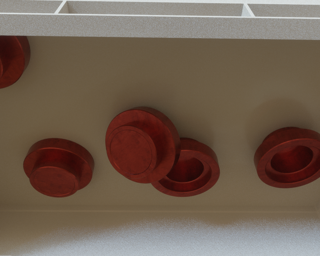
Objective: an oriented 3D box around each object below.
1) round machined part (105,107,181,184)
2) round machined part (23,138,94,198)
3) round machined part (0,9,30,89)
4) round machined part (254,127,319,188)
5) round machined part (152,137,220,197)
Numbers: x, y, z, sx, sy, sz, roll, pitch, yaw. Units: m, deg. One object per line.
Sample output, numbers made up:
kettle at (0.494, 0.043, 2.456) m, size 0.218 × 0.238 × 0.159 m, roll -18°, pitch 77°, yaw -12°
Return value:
round machined part at (-0.027, 0.025, 0.388) m, size 0.098 × 0.042 × 0.097 m, roll 6°, pitch 106°, yaw 22°
round machined part at (-0.148, 0.064, 0.451) m, size 0.099 × 0.042 × 0.097 m, roll 0°, pitch 130°, yaw 0°
round machined part at (-0.195, -0.081, 0.327) m, size 0.099 × 0.042 × 0.097 m, roll 0°, pitch 130°, yaw 0°
round machined part at (0.180, 0.037, 0.431) m, size 0.099 × 0.042 × 0.097 m, roll 0°, pitch 130°, yaw 0°
round machined part at (0.033, 0.052, 0.442) m, size 0.099 × 0.042 × 0.097 m, roll 0°, pitch 130°, yaw 0°
